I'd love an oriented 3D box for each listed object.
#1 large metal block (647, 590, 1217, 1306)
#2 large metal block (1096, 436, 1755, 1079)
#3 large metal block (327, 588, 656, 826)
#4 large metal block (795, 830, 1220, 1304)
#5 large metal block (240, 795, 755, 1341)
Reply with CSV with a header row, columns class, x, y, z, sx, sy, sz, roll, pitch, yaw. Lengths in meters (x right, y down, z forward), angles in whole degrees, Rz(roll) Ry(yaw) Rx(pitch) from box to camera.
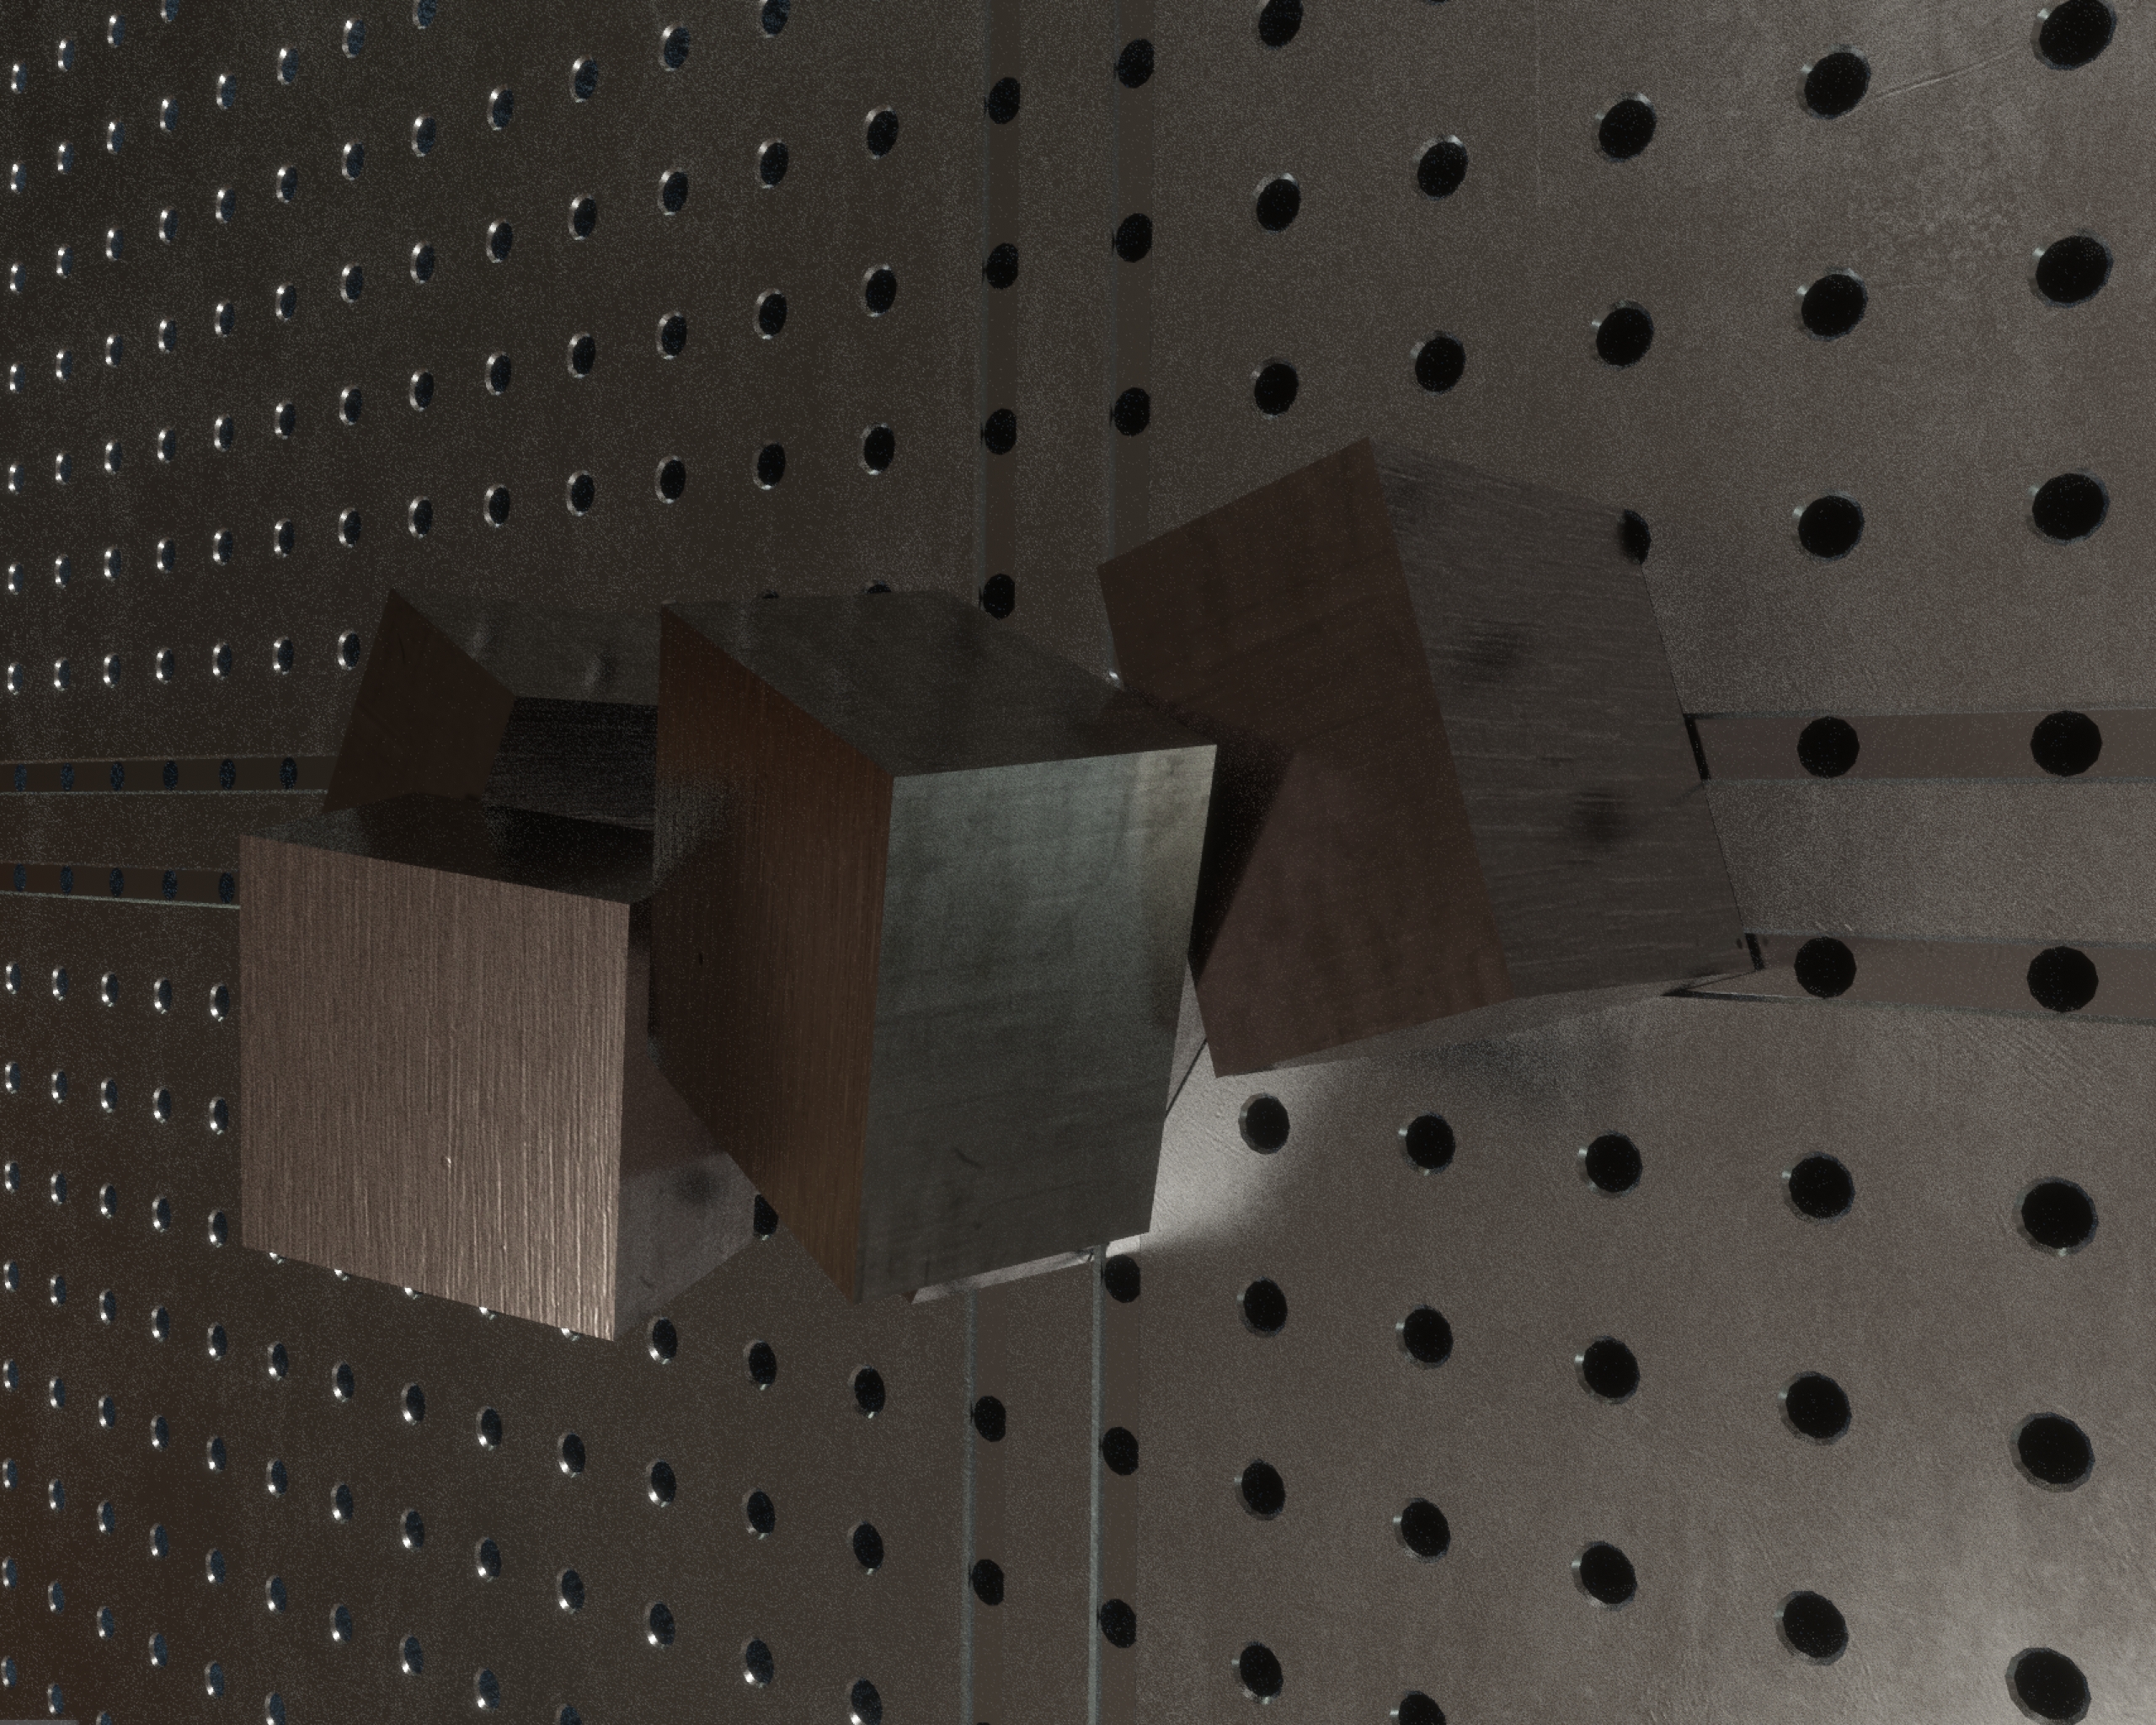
class,x,y,z,sx,sy,sz,roll,pitch,yaw
large metal block,-0.027,0.008,0.323,0.080,0.050,0.079,35,126,50
large metal block,0.056,-0.014,0.326,0.050,0.081,0.080,-21,77,38
large metal block,-0.117,-0.011,0.466,0.050,0.081,0.079,37,112,33
large metal block,-0.024,0.026,0.410,0.080,0.050,0.079,39,114,32
large metal block,-0.107,0.035,0.394,0.080,0.050,0.079,9,104,18
